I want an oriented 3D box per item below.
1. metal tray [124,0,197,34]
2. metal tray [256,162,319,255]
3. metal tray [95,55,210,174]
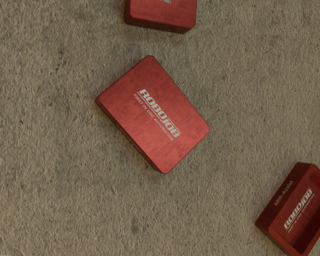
[{"bbox_3d":[0.003,-0.197,0.407,0.091,0.030,0.129,3,89,-20],"label":"metal tray"},{"bbox_3d":[0.222,0.130,0.488,0.090,0.030,0.130,44,76,-15],"label":"metal tray"},{"bbox_3d":[-0.007,-0.016,0.403,0.090,0.030,0.130,-44,104,-15],"label":"metal tray"}]
